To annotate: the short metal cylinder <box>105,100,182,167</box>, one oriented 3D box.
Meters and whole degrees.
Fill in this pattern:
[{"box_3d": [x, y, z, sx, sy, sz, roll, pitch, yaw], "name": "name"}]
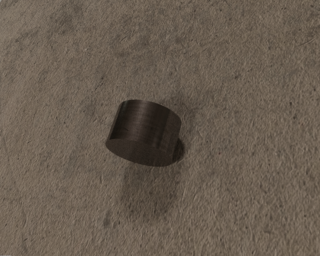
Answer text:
[{"box_3d": [-0.019, 0.008, 0.372, 0.080, 0.080, 0.050, 2, 63, 29], "name": "short metal cylinder"}]
